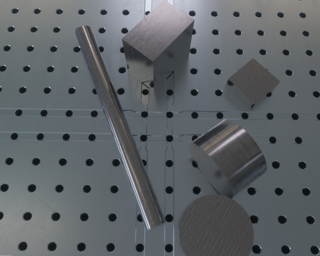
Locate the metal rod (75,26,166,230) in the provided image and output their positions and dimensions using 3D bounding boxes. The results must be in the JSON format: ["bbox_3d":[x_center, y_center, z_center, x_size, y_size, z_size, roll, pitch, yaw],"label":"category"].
[{"bbox_3d":[-0.059,-0.014,0.416,0.025,0.025,0.299,-20,71,-7],"label":"metal rod"}]

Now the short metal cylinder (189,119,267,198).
[{"bbox_3d":[0.079,0.037,0.370,0.050,0.080,0.080,-34,74,-12],"label":"short metal cylinder"}]

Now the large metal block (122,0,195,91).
[{"bbox_3d":[-0.002,-0.110,0.423,0.050,0.080,0.080,39,75,13],"label":"large metal block"}]

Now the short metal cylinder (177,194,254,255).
[{"bbox_3d":[0.060,0.120,0.355,0.081,0.050,0.080,0,70,0],"label":"short metal cylinder"}]

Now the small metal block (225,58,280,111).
[{"bbox_3d":[0.129,-0.061,0.435,0.050,0.025,0.050,-40,75,-13],"label":"small metal block"}]
